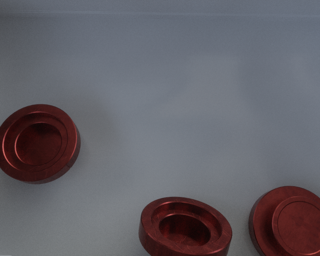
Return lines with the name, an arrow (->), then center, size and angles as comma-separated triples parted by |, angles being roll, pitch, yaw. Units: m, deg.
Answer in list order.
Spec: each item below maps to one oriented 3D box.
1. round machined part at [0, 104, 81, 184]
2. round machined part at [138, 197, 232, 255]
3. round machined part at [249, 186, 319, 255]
round machined part -> -0.149, 0.023, 0.391 | 0.099, 0.042, 0.098 | 0, 70, -1
round machined part -> 0.025, 0.120, 0.338 | 0.099, 0.098, 0.042 | 10, 109, 3
round machined part -> 0.158, 0.116, 0.360 | 0.099, 0.042, 0.098 | 0, 70, -1
